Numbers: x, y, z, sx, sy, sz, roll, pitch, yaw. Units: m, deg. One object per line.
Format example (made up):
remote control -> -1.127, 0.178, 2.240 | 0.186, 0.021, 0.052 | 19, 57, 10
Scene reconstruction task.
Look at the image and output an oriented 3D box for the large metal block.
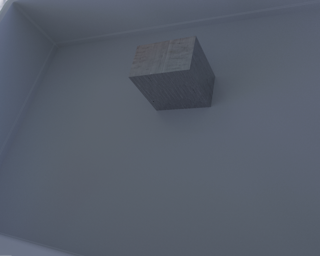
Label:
large metal block -> 0.019, -0.067, 0.402 | 0.080, 0.080, 0.050 | -2, 61, 27
